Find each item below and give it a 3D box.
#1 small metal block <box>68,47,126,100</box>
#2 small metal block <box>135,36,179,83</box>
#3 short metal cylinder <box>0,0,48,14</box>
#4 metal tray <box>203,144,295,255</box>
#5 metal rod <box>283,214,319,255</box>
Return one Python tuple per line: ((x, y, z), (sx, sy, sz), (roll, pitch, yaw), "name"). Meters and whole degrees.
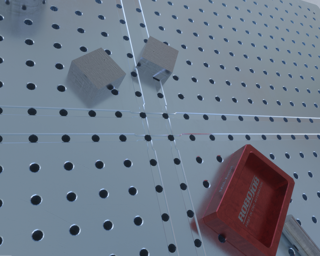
((-0.082, -0.072, 0.408), (0.050, 0.025, 0.050), (47, 51, 5), "small metal block")
((-0.004, -0.105, 0.470), (0.050, 0.025, 0.050), (25, 53, -13), "small metal block")
((-0.189, -0.200, 0.413), (0.081, 0.050, 0.080), (14, 56, -21), "short metal cylinder")
((0.123, 0.095, 0.412), (0.090, 0.030, 0.131), (39, 51, -2), "metal tray")
((0.260, 0.243, 0.399), (0.025, 0.025, 0.300), (-31, 79, -38), "metal rod")
